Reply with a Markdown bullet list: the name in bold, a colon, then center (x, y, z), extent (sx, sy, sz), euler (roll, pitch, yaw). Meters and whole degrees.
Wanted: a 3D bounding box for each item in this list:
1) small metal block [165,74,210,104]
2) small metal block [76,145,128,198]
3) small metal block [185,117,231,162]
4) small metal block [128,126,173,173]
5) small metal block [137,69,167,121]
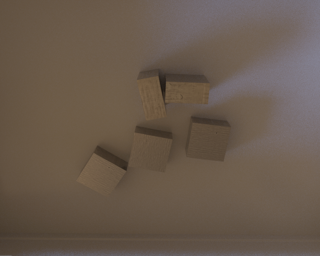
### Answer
- **small metal block**: center (0.031, -0.049, 0.380), extent (0.050, 0.050, 0.025), euler (2, 110, -1)
- **small metal block**: center (-0.080, 0.061, 0.433), extent (0.050, 0.025, 0.050), euler (31, 107, -11)
- **small metal block**: center (0.064, 0.015, 0.417), extent (0.050, 0.025, 0.050), euler (7, 110, -3)
- **small metal block**: center (-0.013, 0.029, 0.422), extent (0.050, 0.025, 0.050), euler (11, 110, -4)
- **small metal block**: center (-0.009, -0.042, 0.382), extent (0.025, 0.050, 0.050), euler (-11, 110, 4)
